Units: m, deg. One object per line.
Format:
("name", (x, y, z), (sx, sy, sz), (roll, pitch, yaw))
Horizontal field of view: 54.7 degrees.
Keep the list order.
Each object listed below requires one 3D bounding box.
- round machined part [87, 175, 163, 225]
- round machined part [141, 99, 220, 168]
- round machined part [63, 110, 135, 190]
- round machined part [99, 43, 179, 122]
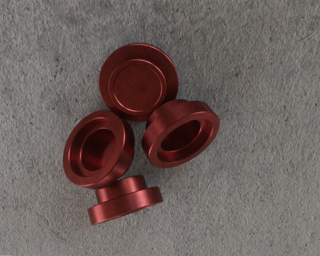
("round machined part", (-0.048, 0.094, 0.414), (0.098, 0.098, 0.042), (-21, 75, 7))
("round machined part", (0.021, 0.002, 0.384), (0.099, 0.042, 0.097), (-22, 144, -17))
("round machined part", (-0.072, 0.030, 0.392), (0.098, 0.098, 0.042), (-38, 142, 12))
("round machined part", (-0.026, -0.053, 0.381), (0.099, 0.042, 0.097), (0, 110, 0))
